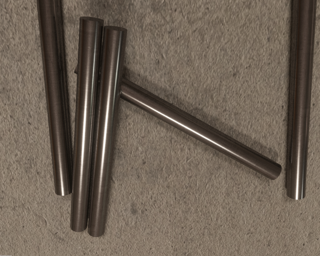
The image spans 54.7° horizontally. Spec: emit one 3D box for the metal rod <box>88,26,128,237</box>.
[{"bbox_3d":[-0.072,0.024,0.399,0.025,0.025,0.298,9,117,-4],"label":"metal rod"}]

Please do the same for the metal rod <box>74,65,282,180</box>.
[{"bbox_3d":[0.031,-0.008,0.407,0.301,0.025,0.025,28,107,-11],"label":"metal rod"}]

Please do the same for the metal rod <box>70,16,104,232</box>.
[{"bbox_3d":[-0.097,0.015,0.396,0.025,0.025,0.298,9,116,-4],"label":"metal rod"}]

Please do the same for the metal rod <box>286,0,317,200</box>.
[{"bbox_3d":[0.180,-0.042,0.396,0.025,0.025,0.298,-6,110,2],"label":"metal rod"}]

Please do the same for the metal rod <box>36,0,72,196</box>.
[{"bbox_3d":[-0.131,-0.050,0.389,0.025,0.025,0.298,2,110,-1],"label":"metal rod"}]
